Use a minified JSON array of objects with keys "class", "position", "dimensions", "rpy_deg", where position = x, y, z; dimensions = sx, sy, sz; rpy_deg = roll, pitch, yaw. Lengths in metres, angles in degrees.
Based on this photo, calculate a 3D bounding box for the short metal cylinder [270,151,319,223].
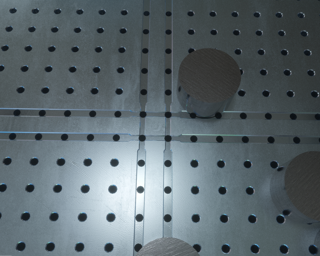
[{"class":"short metal cylinder","position":[0.181,0.073,0.374],"dimensions":[0.081,0.050,0.080],"rpy_deg":[0,70,0]}]

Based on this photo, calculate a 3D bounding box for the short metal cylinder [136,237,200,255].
[{"class":"short metal cylinder","position":[0.008,0.162,0.339],"dimensions":[0.081,0.050,0.080],"rpy_deg":[0,70,0]}]

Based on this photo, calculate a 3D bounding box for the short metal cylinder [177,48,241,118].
[{"class":"short metal cylinder","position":[0.064,-0.060,0.421],"dimensions":[0.081,0.050,0.080],"rpy_deg":[0,70,-1]}]

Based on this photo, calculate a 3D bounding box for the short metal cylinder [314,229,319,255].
[{"class":"short metal cylinder","position":[0.226,0.143,0.349],"dimensions":[0.081,0.050,0.080],"rpy_deg":[0,70,0]}]
